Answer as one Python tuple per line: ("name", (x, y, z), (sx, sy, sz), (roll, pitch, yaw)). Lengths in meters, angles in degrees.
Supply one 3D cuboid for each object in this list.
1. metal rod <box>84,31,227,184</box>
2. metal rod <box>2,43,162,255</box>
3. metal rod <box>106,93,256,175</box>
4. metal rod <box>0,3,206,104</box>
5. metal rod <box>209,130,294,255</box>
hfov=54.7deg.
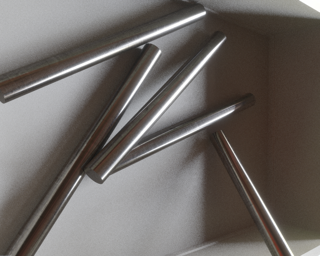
("metal rod", (0.012, -0.046, 0.403), (0.301, 0.025, 0.025), (-50, 120, -34))
("metal rod", (-0.077, 0.021, 0.342), (0.025, 0.025, 0.300), (44, 63, -32))
("metal rod", (0.046, -0.003, 0.447), (0.302, 0.025, 0.025), (-23, 105, -38))
("metal rod", (-0.046, -0.102, 0.369), (0.302, 0.025, 0.025), (-34, 111, -35))
("metal rod", (0.144, 0.131, 0.419), (0.025, 0.025, 0.299), (2, 53, -40))
